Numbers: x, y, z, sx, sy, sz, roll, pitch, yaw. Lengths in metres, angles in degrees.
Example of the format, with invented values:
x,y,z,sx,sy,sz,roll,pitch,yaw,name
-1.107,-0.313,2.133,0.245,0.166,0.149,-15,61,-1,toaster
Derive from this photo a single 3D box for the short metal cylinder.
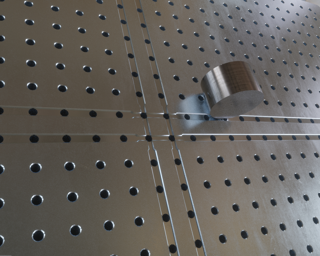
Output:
x,y,z,sx,sy,sz,roll,pitch,yaw,name
0.107,-0.055,0.463,0.081,0.080,0.050,0,62,-28,short metal cylinder
